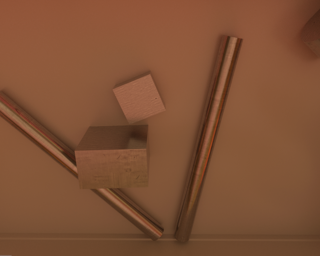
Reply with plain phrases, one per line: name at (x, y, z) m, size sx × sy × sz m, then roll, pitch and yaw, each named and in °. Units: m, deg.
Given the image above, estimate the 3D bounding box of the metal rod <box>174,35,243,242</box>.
metal rod at (0.060, 0.028, 0.422) m, size 0.025 × 0.025 × 0.298 m, roll 10°, pitch 110°, yaw -4°

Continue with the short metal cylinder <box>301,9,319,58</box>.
short metal cylinder at (0.208, -0.111, 0.344) m, size 0.050 × 0.080 × 0.080 m, roll 39°, pitch 105°, yaw -13°

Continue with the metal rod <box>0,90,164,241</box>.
metal rod at (-0.108, 0.060, 0.432) m, size 0.025 × 0.025 × 0.300 m, roll -43°, pitch 105°, yaw 14°

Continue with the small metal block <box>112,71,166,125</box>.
small metal block at (-0.026, -0.039, 0.397) m, size 0.050 × 0.025 × 0.050 m, roll -21°, pitch 109°, yaw 7°

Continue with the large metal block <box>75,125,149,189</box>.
large metal block at (-0.055, 0.034, 0.394) m, size 0.081 × 0.080 × 0.050 m, roll -2°, pitch 110°, yaw 0°
